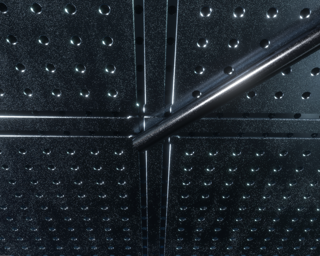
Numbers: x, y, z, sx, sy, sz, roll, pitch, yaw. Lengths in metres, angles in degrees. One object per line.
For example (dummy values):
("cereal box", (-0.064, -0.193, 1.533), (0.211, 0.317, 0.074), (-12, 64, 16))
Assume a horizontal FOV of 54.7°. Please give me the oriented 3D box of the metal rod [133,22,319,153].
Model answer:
("metal rod", (0.088, -0.048, 0.372), (0.300, 0.025, 0.025), (-31, 124, 23))
